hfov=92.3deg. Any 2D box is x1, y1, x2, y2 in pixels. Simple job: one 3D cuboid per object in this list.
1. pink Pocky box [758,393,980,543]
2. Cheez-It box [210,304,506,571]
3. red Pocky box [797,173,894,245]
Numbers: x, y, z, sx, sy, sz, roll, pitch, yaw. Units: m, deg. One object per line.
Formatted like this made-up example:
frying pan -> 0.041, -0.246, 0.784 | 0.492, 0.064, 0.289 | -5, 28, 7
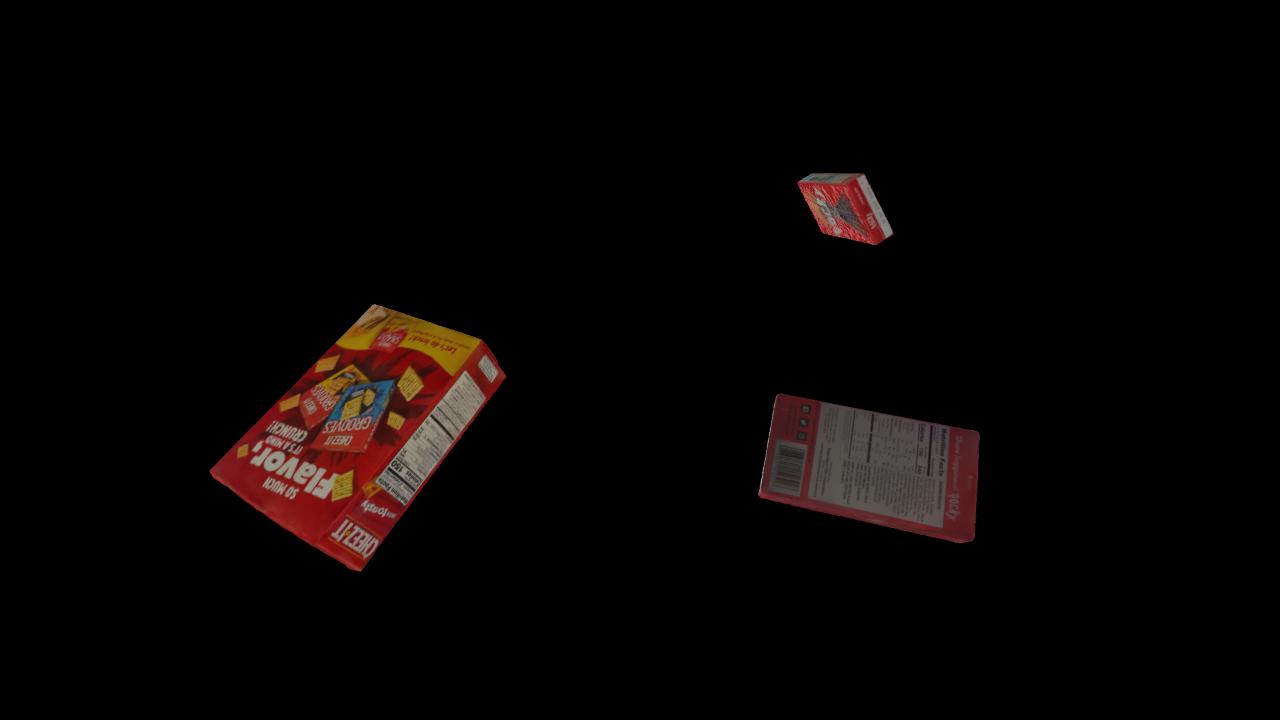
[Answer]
pink Pocky box -> 0.176, 0.082, 0.476 | 0.155, 0.084, 0.029 | 11, -20, 11
Cheez-It box -> -0.260, 0.060, 0.585 | 0.166, 0.223, 0.071 | 17, -31, 28
red Pocky box -> 0.249, -0.189, 0.760 | 0.028, 0.083, 0.155 | -34, 18, 4
